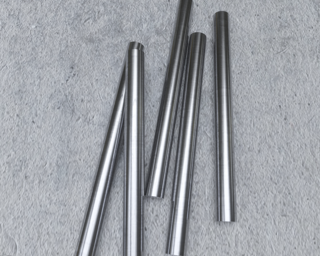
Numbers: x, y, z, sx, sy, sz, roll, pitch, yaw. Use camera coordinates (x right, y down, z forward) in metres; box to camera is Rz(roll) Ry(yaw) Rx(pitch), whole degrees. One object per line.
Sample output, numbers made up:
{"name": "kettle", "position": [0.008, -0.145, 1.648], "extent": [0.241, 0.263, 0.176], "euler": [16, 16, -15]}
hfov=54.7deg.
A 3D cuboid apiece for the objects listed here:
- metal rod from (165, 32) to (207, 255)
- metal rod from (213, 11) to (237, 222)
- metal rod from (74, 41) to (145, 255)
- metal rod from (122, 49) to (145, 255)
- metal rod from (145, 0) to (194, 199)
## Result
{"name": "metal rod", "position": [0.037, 0.006, 0.406], "extent": [0.025, 0.025, 0.299], "euler": [7, 70, 2]}
{"name": "metal rod", "position": [0.086, -0.029, 0.418], "extent": [0.025, 0.025, 0.299], "euler": [3, 70, 1]}
{"name": "metal rod", "position": [-0.061, 0.020, 0.400], "extent": [0.025, 0.025, 0.299], "euler": [10, 70, 3]}
{"name": "metal rod", "position": [-0.031, 0.044, 0.378], "extent": [0.025, 0.025, 0.299], "euler": [-1, 75, 0]}
{"name": "metal rod", "position": [0.016, -0.054, 0.427], "extent": [0.025, 0.025, 0.299], "euler": [9, 70, 3]}
